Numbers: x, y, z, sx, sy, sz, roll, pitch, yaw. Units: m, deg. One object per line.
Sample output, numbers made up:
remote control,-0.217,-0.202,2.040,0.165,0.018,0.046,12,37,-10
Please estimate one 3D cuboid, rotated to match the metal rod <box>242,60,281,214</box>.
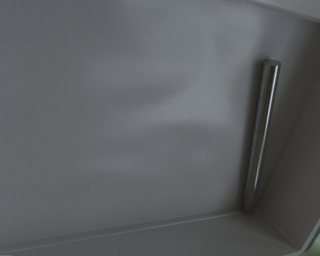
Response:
metal rod,0.165,0.032,0.521,0.025,0.025,0.298,-16,125,-20
